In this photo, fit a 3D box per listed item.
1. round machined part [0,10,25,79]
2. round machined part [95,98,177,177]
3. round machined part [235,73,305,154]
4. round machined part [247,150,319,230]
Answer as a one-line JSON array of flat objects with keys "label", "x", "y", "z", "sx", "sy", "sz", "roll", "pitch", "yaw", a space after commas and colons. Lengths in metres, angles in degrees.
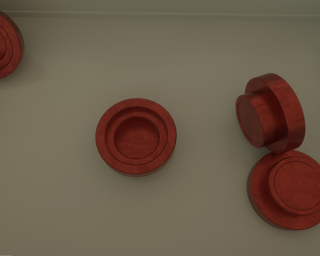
[{"label": "round machined part", "x": -0.238, "y": -0.118, "z": 0.423, "sx": 0.099, "sy": 0.097, "sz": 0.042, "roll": -11, "pitch": 32, "yaw": -4}, {"label": "round machined part", "x": -0.029, "y": 0.015, "z": 0.395, "sx": 0.099, "sy": 0.042, "sz": 0.098, "roll": 0, "pitch": 70, "yaw": 0}, {"label": "round machined part", "x": 0.127, "y": -0.014, "z": 0.377, "sx": 0.042, "sy": 0.098, "sz": 0.098, "roll": -19, "pitch": 71, "yaw": -7}, {"label": "round machined part", "x": 0.160, "y": 0.072, "z": 0.375, "sx": 0.099, "sy": 0.042, "sz": 0.098, "roll": 0, "pitch": 70, "yaw": 0}]
